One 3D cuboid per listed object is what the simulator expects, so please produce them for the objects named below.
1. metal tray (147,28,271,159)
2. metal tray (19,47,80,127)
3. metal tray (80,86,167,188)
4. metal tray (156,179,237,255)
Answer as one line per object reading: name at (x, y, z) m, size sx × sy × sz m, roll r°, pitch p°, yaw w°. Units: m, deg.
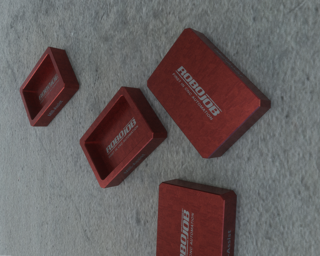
metal tray at (0.050, -0.041, 0.359) m, size 0.090 × 0.030 × 0.130 m, roll -51°, pitch 61°, yaw 27°
metal tray at (-0.206, -0.072, 0.567) m, size 0.130 × 0.030 × 0.090 m, roll -39°, pitch 66°, yaw 32°
metal tray at (-0.058, 0.015, 0.446) m, size 0.129 × 0.030 × 0.090 m, roll -46°, pitch 63°, yaw 30°
metal tray at (0.040, 0.133, 0.367) m, size 0.090 × 0.030 × 0.129 m, roll 4°, pitch 93°, yaw 39°
